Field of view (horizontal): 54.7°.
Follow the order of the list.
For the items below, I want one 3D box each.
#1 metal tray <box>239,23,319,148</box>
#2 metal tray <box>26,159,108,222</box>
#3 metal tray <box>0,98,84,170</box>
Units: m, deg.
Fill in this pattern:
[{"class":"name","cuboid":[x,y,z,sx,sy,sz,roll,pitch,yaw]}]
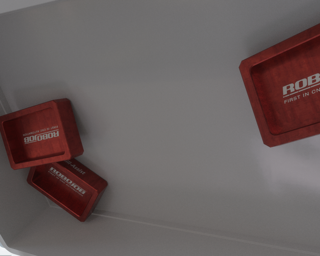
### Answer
[{"class":"metal tray","cuboid":[0.146,-0.043,0.274,0.130,0.030,0.090,-22,77,37]},{"class":"metal tray","cuboid":[-0.165,0.096,0.545,0.130,0.030,0.089,34,122,6]},{"class":"metal tray","cuboid":[-0.189,0.012,0.486,0.130,0.030,0.089,-12,95,26]}]
